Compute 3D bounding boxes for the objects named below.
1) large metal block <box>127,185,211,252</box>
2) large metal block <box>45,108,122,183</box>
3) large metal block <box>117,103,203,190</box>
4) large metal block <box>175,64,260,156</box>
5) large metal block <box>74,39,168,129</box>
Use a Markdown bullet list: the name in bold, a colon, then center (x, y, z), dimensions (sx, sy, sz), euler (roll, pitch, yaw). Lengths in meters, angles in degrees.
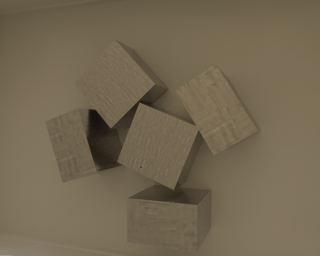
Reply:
- **large metal block**: center (0.015, 0.105, 0.375), dimensions (0.080, 0.080, 0.050), euler (1, 91, 19)
- **large metal block**: center (-0.095, 0.021, 0.412), dimensions (0.050, 0.080, 0.080), euler (-20, 84, 19)
- **large metal block**: center (0.004, 0.021, 0.394), dimensions (0.080, 0.050, 0.080), euler (24, 98, 18)
- **large metal block**: center (0.070, -0.019, 0.354), dimensions (0.050, 0.080, 0.080), euler (-32, 80, 17)
- **large metal block**: center (-0.051, -0.056, 0.412), dimensions (0.080, 0.050, 0.080), euler (-44, 77, 14)
